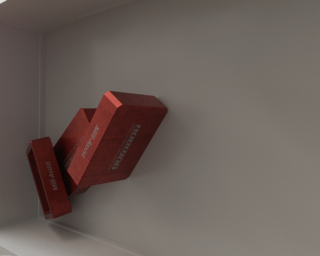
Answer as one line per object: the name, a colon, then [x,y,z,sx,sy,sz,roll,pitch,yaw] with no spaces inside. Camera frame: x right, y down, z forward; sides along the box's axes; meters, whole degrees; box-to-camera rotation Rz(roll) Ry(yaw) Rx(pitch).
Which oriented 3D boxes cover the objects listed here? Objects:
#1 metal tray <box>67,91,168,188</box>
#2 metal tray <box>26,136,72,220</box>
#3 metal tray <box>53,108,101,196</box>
metal tray: [-0.055,0.016,0.407,0.030,0.091,0.129,45,117,30]
metal tray: [-0.193,0.088,0.530,0.090,0.030,0.129,-31,76,58]
metal tray: [-0.124,0.040,0.495,0.129,0.030,0.090,-45,63,36]
